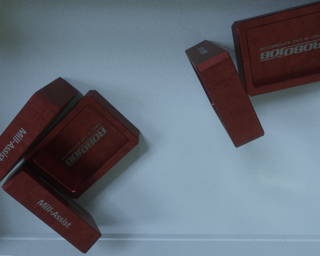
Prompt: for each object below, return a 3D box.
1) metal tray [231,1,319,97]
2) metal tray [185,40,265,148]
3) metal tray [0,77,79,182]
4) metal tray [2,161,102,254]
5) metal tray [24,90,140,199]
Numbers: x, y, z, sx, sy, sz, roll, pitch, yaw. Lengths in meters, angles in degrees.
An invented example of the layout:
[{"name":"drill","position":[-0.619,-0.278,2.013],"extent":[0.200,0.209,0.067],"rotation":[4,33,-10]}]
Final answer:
[{"name":"metal tray","position":[0.160,-0.097,0.374],"extent":[0.131,0.030,0.089],"rotation":[-13,110,4]},{"name":"metal tray","position":[0.065,-0.045,0.340],"extent":[0.030,0.130,0.090],"rotation":[-27,108,9]},{"name":"metal tray","position":[-0.159,0.003,0.375],"extent":[0.030,0.090,0.130],"rotation":[41,105,-14]},{"name":"metal tray","position":[-0.141,0.101,0.409],"extent":[0.130,0.090,0.030],"rotation":[46,76,-15]},{"name":"metal tray","position":[-0.103,0.024,0.416],"extent":[0.130,0.030,0.090],"rotation":[-42,105,13]}]
